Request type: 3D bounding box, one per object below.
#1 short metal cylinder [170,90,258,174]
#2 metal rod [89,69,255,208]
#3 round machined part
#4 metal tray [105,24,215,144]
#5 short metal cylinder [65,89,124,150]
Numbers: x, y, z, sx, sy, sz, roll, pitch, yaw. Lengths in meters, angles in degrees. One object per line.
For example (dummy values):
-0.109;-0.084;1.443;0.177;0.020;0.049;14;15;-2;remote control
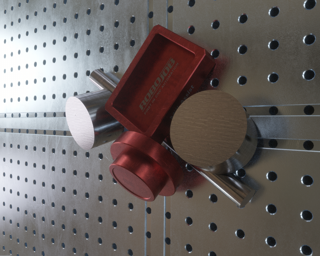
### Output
0.058;0.006;0.330;0.080;0.050;0.080;-9;69;26;short metal cylinder
-0.004;-0.003;0.413;0.300;0.025;0.025;39;114;33;metal rod
-0.023;0.053;0.382;0.098;0.042;0.098;27;148;19;round machined part
-0.004;-0.054;0.390;0.090;0.030;0.130;39;100;33;metal tray
-0.097;-0.013;0.458;0.080;0.050;0.079;24;124;42;short metal cylinder
